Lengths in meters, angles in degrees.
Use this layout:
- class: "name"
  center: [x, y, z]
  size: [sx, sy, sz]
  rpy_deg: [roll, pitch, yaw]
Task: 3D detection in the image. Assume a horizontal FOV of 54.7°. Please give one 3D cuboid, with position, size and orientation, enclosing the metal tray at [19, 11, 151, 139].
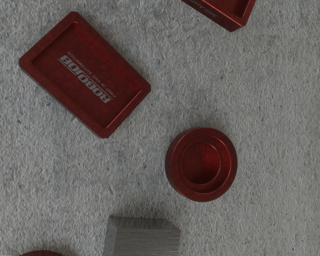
- class: "metal tray"
  center: [-0.087, -0.061, 0.374]
  size: [0.130, 0.030, 0.090]
  rpy_deg: [44, 76, -15]

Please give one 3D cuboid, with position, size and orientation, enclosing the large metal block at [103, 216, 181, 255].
- class: "large metal block"
  center: [-0.026, 0.159, 0.387]
  size: [0.081, 0.050, 0.080]
  rpy_deg: [9, 87, -20]

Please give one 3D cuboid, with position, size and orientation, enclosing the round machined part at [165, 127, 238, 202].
- class: "round machined part"
  center: [0.052, 0.047, 0.421]
  size: [0.099, 0.042, 0.097]
  rpy_deg: [0, 90, -21]

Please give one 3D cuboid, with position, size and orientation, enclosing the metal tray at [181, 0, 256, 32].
- class: "metal tray"
  center: [0.076, -0.208, 0.435]
  size: [0.131, 0.030, 0.090]
  rpy_deg: [26, 81, -19]

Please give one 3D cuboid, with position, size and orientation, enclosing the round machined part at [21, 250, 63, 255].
- class: "round machined part"
  center: [-0.140, 0.195, 0.349]
  size: [0.099, 0.042, 0.097]
  rpy_deg: [0, 90, -21]
